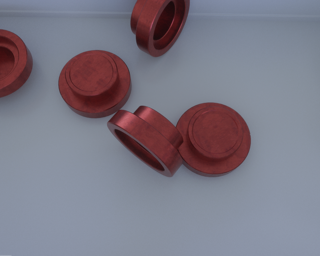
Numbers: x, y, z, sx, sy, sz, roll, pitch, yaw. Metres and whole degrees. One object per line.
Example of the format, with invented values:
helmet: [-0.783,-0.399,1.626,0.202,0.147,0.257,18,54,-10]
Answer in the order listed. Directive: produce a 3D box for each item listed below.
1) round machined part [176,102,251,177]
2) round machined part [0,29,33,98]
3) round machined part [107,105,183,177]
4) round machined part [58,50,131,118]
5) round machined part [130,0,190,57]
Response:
round machined part: [0.068,0.011,0.397,0.099,0.042,0.098,0,70,-1]
round machined part: [-0.226,-0.084,0.429,0.099,0.042,0.098,0,70,-1]
round machined part: [-0.012,0.011,0.367,0.098,0.098,0.042,36,74,12]
round machined part: [-0.090,-0.066,0.424,0.099,0.042,0.098,0,70,-1]
round machined part: [-0.004,-0.151,0.427,0.042,0.098,0.098,33,73,17]
